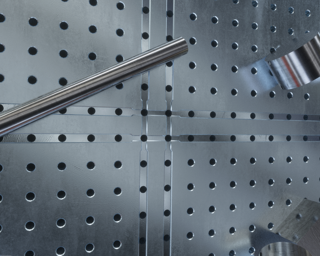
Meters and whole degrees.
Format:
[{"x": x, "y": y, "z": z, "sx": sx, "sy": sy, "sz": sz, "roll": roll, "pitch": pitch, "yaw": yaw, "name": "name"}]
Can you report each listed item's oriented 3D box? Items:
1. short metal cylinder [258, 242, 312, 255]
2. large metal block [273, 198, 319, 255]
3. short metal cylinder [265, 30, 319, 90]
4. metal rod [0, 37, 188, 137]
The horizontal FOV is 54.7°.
[{"x": 0.182, "y": 0.212, "z": 0.444, "sx": 0.080, "sy": 0.050, "sz": 0.079, "roll": 7, "pitch": 118, "yaw": 14, "name": "short metal cylinder"}, {"x": 0.241, "y": 0.173, "z": 0.488, "sx": 0.080, "sy": 0.050, "sz": 0.080, "roll": -40, "pitch": 103, "yaw": -16, "name": "large metal block"}, {"x": 0.205, "y": -0.100, "z": 0.458, "sx": 0.080, "sy": 0.080, "sz": 0.050, "roll": -38, "pitch": 102, "yaw": -16, "name": "short metal cylinder"}, {"x": -0.096, "y": -0.046, "z": 0.376, "sx": 0.302, "sy": 0.025, "sz": 0.025, "roll": -28, "pitch": 99, "yaw": -18, "name": "metal rod"}]
